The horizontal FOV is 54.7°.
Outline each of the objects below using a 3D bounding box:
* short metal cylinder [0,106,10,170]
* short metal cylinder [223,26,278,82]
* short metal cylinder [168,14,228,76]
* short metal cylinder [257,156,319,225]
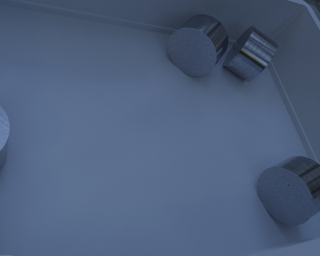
[{"bbox_3d":[-0.184,0.011,0.284,0.081,0.050,0.080,14,56,-21],"label":"short metal cylinder"},{"bbox_3d":[0.154,-0.127,0.534,0.050,0.080,0.080,33,51,-8],"label":"short metal cylinder"},{"bbox_3d":[0.059,-0.129,0.483,0.080,0.080,0.050,39,51,-2],"label":"short metal cylinder"},{"bbox_3d":[0.182,0.083,0.420,0.050,0.080,0.080,-16,71,-35],"label":"short metal cylinder"}]
